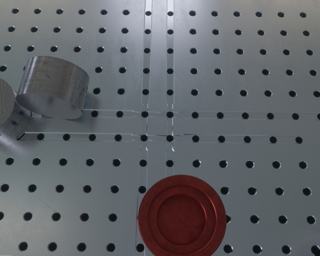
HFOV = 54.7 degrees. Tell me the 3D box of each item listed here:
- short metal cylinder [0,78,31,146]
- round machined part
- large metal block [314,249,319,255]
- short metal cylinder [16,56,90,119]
[{"bbox_3d":[-0.219,-0.021,0.404,0.081,0.050,0.080,0,70,0],"label":"short metal cylinder"},{"bbox_3d":[0.025,0.107,0.364,0.099,0.042,0.098,0,70,0],"label":"round machined part"},{"bbox_3d":[0.208,0.174,0.336,0.080,0.050,0.080,-40,75,-13],"label":"large metal block"},{"bbox_3d":[-0.136,-0.049,0.399,0.080,0.080,0.050,7,70,2],"label":"short metal cylinder"}]
